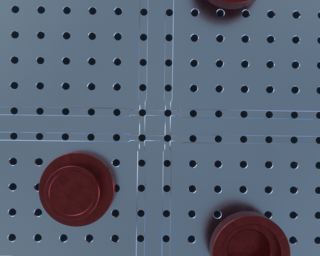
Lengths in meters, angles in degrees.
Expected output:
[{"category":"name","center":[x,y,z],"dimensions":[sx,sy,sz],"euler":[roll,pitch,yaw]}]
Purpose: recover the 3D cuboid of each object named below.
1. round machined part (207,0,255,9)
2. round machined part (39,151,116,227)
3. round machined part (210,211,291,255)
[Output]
[{"category":"round machined part","center":[0.094,-0.204,0.406],"dimensions":[0.099,0.042,0.097],"euler":[0,90,-1]},{"category":"round machined part","center":[-0.109,0.080,0.404],"dimensions":[0.099,0.042,0.097],"euler":[0,90,-1]},{"category":"round machined part","center":[0.114,0.158,0.407],"dimensions":[0.099,0.042,0.097],"euler":[0,90,-1]}]
